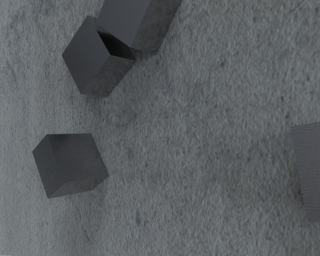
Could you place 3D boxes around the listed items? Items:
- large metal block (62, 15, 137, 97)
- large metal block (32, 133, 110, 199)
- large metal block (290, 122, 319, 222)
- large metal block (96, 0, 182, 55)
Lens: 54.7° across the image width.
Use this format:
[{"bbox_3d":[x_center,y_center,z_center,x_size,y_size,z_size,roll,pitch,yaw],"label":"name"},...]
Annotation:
[{"bbox_3d":[-0.093,-0.105,0.463,0.080,0.050,0.080,-44,64,31],"label":"large metal block"},{"bbox_3d":[-0.138,0.056,0.480,0.050,0.081,0.080,-41,65,32],"label":"large metal block"},{"bbox_3d":[0.163,0.031,0.254,0.080,0.050,0.080,-13,82,39],"label":"large metal block"},{"bbox_3d":[-0.029,-0.155,0.411,0.080,0.050,0.079,41,115,32],"label":"large metal block"}]
